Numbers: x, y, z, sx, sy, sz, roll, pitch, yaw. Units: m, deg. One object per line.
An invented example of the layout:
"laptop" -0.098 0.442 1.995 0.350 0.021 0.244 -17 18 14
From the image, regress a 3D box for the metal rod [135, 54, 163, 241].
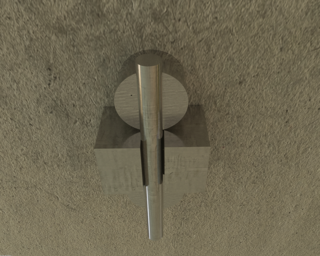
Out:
"metal rod" -0.009 0.050 0.385 0.025 0.025 0.298 -1 130 0

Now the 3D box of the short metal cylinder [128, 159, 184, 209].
"short metal cylinder" -0.006 0.075 0.457 0.081 0.050 0.079 0 130 0

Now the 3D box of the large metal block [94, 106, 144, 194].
"large metal block" -0.046 0.027 0.395 0.050 0.080 0.079 -1 130 0

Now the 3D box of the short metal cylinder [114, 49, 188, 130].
"short metal cylinder" -0.009 -0.043 0.356 0.081 0.050 0.079 0 130 0

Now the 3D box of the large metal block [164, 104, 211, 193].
"large metal block" 0.031 0.025 0.394 0.050 0.080 0.079 -1 130 0
